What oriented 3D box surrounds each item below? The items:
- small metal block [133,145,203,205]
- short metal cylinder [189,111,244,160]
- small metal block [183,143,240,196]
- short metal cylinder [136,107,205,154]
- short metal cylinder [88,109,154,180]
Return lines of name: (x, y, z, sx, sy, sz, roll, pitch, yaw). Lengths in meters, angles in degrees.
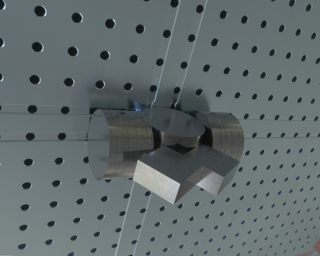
small metal block: (0.009, 0.047, 0.324, 0.050, 0.050, 0.025, -25, 136, -54)
short metal cylinder: (0.067, 0.017, 0.422, 0.050, 0.080, 0.079, 1, 118, -28)
small metal block: (0.056, 0.045, 0.354, 0.050, 0.050, 0.025, -24, 135, -54)
short metal cylinder: (0.011, 0.013, 0.389, 0.081, 0.080, 0.050, 1, 118, -29)
short metal cylinder: (-0.048, 0.019, 0.360, 0.050, 0.080, 0.079, 1, 118, -29)
